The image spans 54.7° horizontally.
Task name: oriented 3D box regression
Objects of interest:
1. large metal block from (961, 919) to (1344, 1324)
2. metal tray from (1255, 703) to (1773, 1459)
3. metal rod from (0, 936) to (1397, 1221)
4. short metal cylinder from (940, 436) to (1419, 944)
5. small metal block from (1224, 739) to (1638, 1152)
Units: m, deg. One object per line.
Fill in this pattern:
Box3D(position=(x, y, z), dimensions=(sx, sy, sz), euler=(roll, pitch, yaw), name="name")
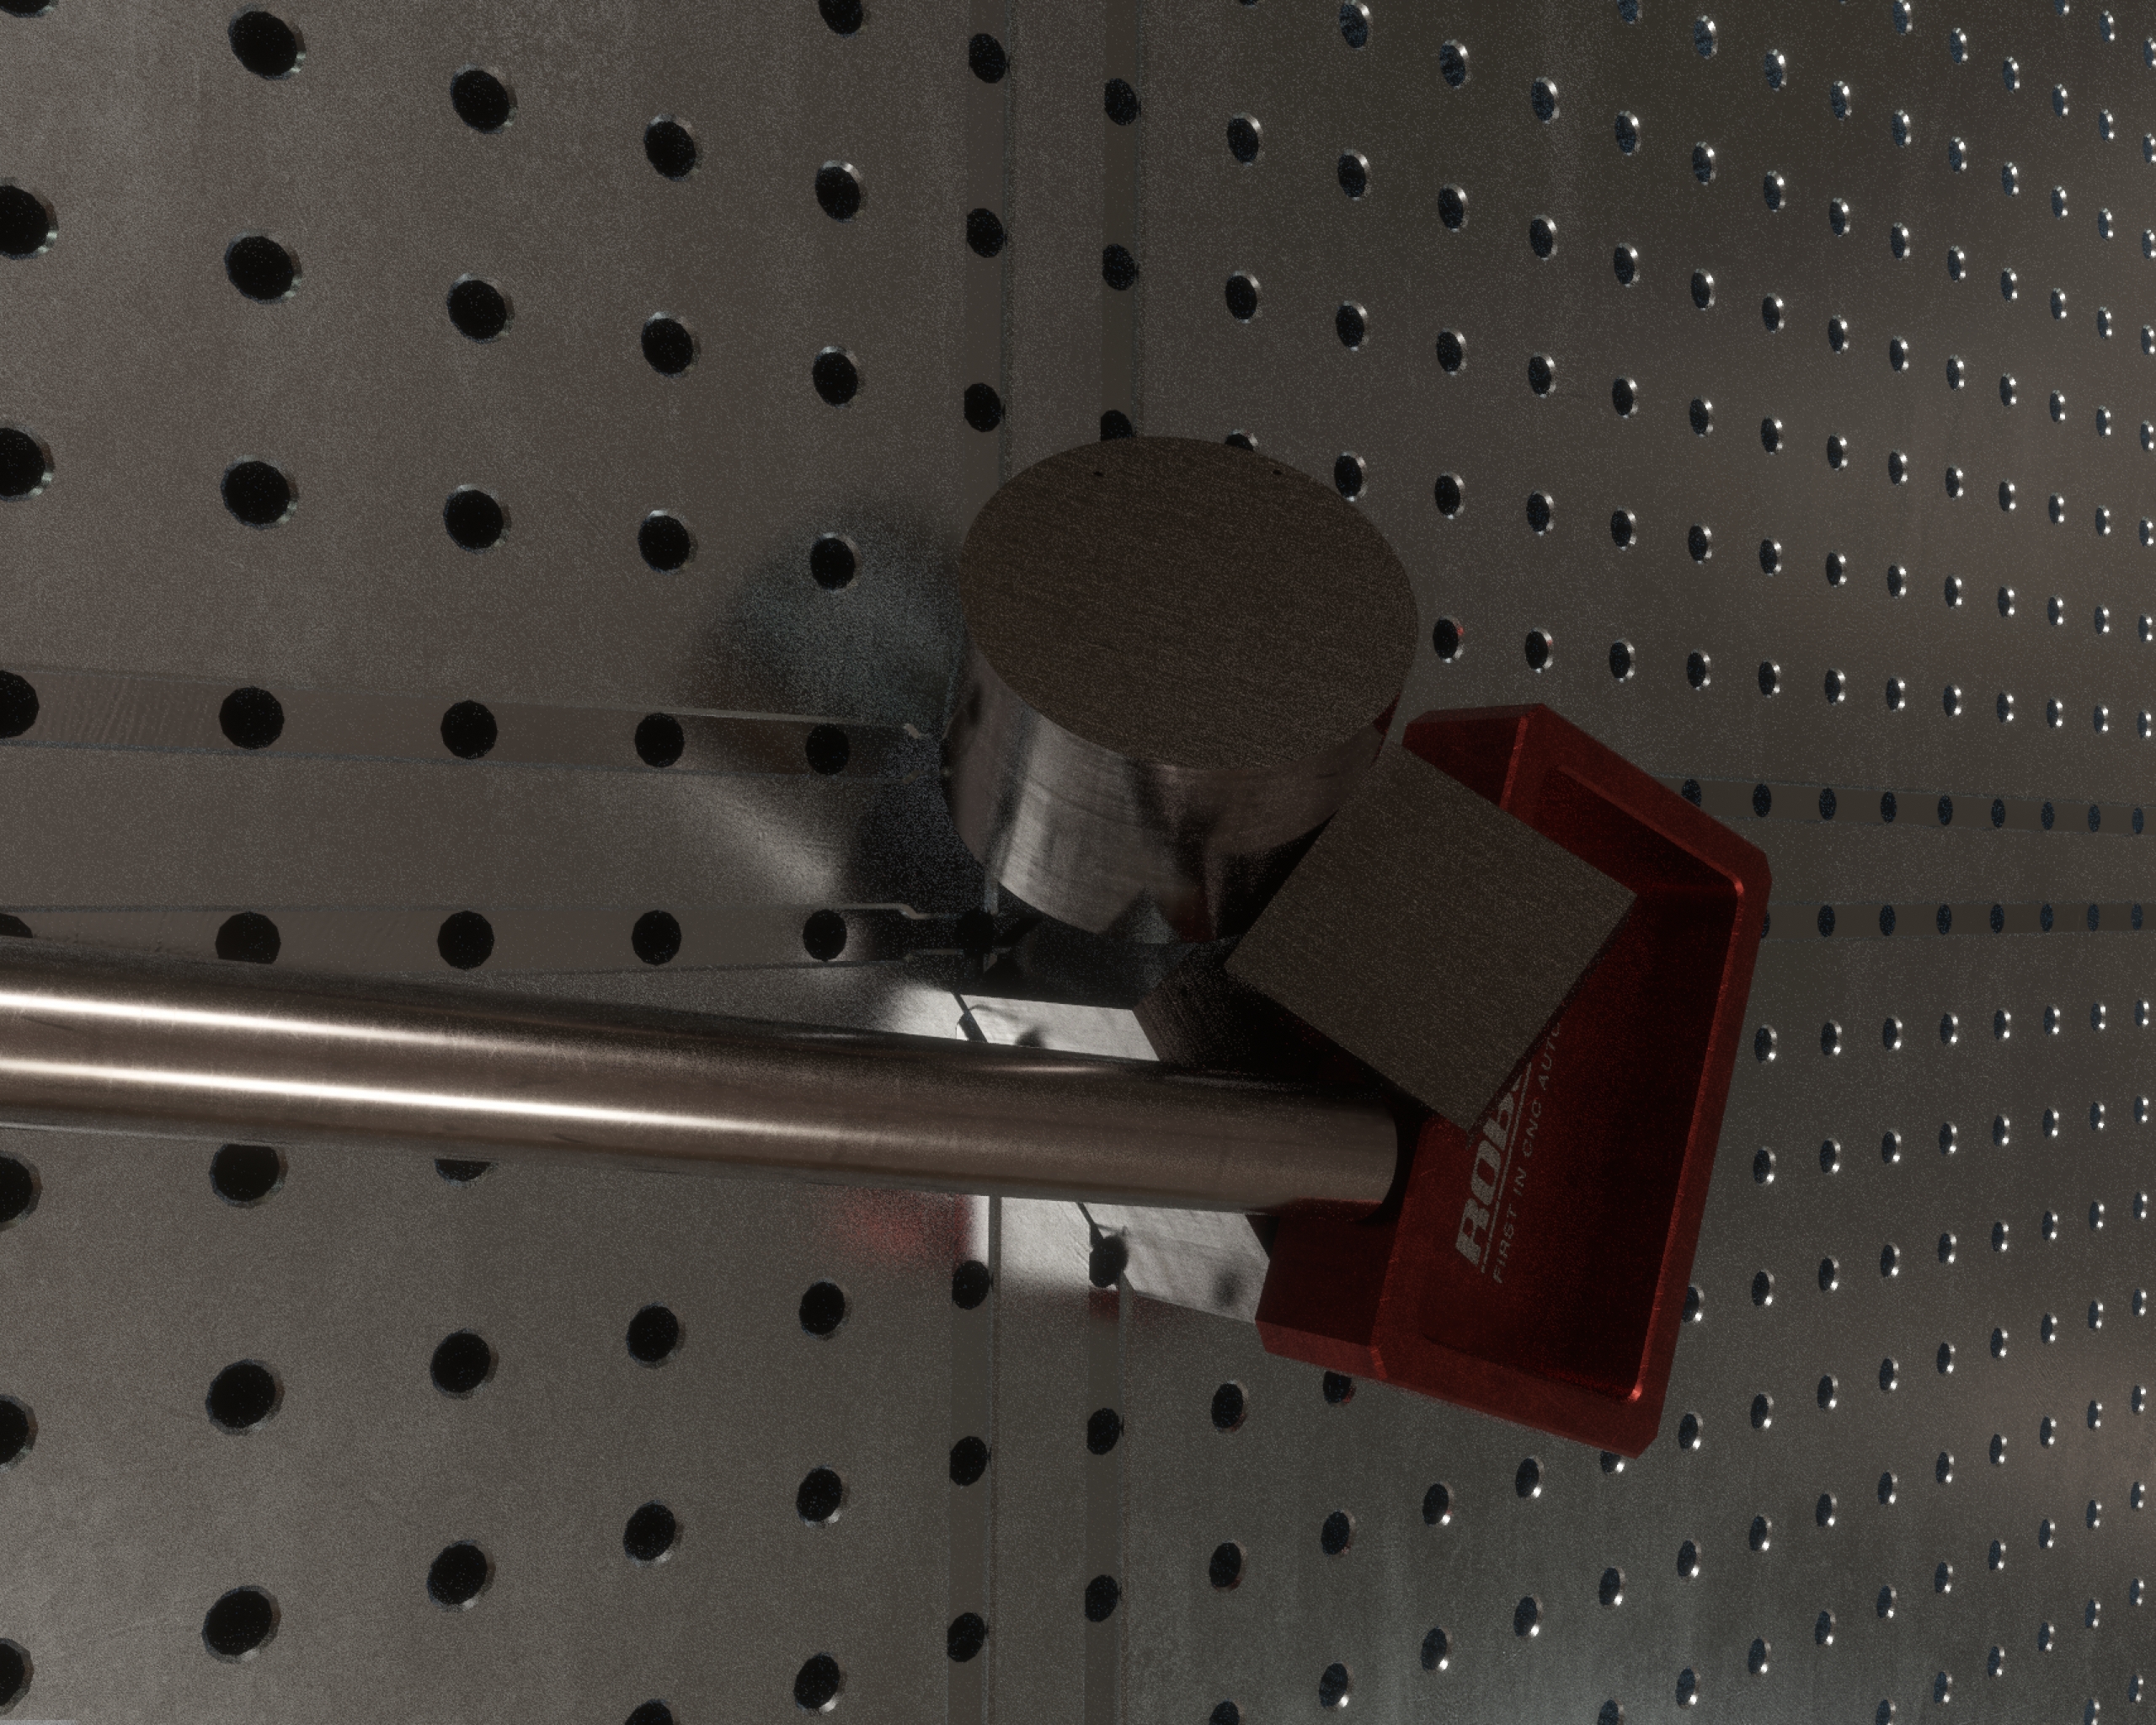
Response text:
Box3D(position=(0.036, 0.035, 0.424), dimensions=(0.080, 0.050, 0.080), euler=(-43, 116, -32), name="large metal block")
Box3D(position=(0.090, 0.044, 0.415), dimensions=(0.090, 0.030, 0.130), euler=(26, 73, -37), name="metal tray")
Box3D(position=(-0.081, 0.031, 0.304), dimensions=(0.302, 0.025, 0.025), euler=(9, 84, -29), name="metal rod")
Box3D(position=(0.017, -0.032, 0.381), dimensions=(0.080, 0.080, 0.050), euler=(-42, 159, -32), name="short metal cylinder")
Box3D(position=(0.062, 0.015, 0.369), dimensions=(0.050, 0.050, 0.025), euler=(-53, 163, -7), name="small metal block")
